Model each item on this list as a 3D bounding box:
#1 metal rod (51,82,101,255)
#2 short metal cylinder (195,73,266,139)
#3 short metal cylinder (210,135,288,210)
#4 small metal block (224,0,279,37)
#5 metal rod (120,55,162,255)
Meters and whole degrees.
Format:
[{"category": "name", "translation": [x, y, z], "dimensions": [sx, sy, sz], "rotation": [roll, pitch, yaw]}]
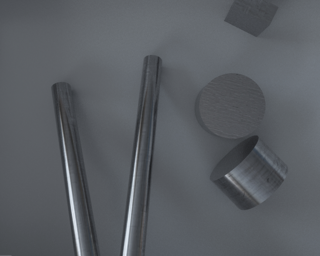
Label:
[{"category": "metal rod", "translation": [-0.091, 0.074, 0.345], "dimensions": [0.025, 0.025, 0.299], "rotation": [-17, 64, 0]}, {"category": "short metal cylinder", "translation": [0.088, -0.027, 0.400], "dimensions": [0.081, 0.050, 0.079], "rotation": [0, 90, -1]}, {"category": "short metal cylinder", "translation": [0.109, 0.055, 0.385], "dimensions": [0.080, 0.080, 0.050], "rotation": [-44, 91, 0]}, {"category": "small metal block", "translation": [0.116, -0.147, 0.400], "dimensions": [0.050, 0.050, 0.025], "rotation": [26, 90, -1]}, {"category": "metal rod", "translation": [-0.021, 0.046, 0.352], "dimensions": [0.025, 0.025, 0.299], "rotation": [5, 66, 0]}]
